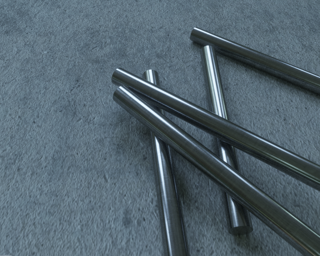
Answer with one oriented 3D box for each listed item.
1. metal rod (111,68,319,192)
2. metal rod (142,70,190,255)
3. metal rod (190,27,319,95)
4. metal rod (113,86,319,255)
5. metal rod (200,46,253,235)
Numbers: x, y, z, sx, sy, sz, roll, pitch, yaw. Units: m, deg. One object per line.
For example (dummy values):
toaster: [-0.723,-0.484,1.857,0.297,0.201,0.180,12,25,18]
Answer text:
metal rod: [0.063,-0.005,0.373,0.300,0.025,0.025,29,56,22]
metal rod: [0.003,0.035,0.373,0.025,0.025,0.300,-5,50,-4]
metal rod: [0.180,-0.095,0.484,0.300,0.025,0.025,30,56,22]
metal rod: [0.053,0.038,0.337,0.025,0.025,0.300,-37,59,-27]
metal rod: [0.080,-0.010,0.411,0.025,0.025,0.300,0,50,-1]
